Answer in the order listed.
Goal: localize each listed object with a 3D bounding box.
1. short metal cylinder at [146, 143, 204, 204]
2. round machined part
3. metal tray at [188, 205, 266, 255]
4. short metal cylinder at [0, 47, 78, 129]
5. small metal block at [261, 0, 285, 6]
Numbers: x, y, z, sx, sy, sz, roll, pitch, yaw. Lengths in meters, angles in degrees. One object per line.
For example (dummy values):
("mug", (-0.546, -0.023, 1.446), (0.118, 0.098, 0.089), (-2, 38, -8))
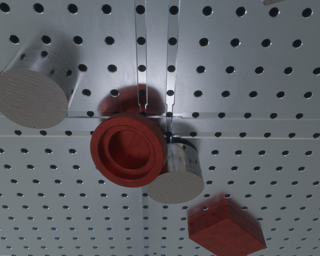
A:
("short metal cylinder", (0.020, 0.067, 0.447), (0.081, 0.050, 0.080), (-3, 135, -3))
("round machined part", (-0.037, 0.025, 0.406), (0.098, 0.042, 0.097), (5, 111, 14))
("metal tray", (0.126, 0.201, 0.582), (0.090, 0.030, 0.130), (-34, 123, 25))
("short metal cylinder", (-0.141, -0.045, 0.355), (0.081, 0.050, 0.079), (0, 130, 0))
("small metal block", (0.113, -0.138, 0.279), (0.050, 0.050, 0.025), (-13, 129, 11))
